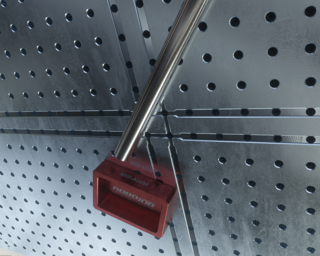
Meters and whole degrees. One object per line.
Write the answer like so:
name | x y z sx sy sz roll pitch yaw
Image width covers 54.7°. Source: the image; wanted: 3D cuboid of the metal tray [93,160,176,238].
metal tray | -0.045 0.115 0.500 0.130 0.030 0.089 20 126 16

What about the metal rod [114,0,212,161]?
metal rod | 0.001 -0.062 0.370 0.025 0.025 0.298 34 129 6
